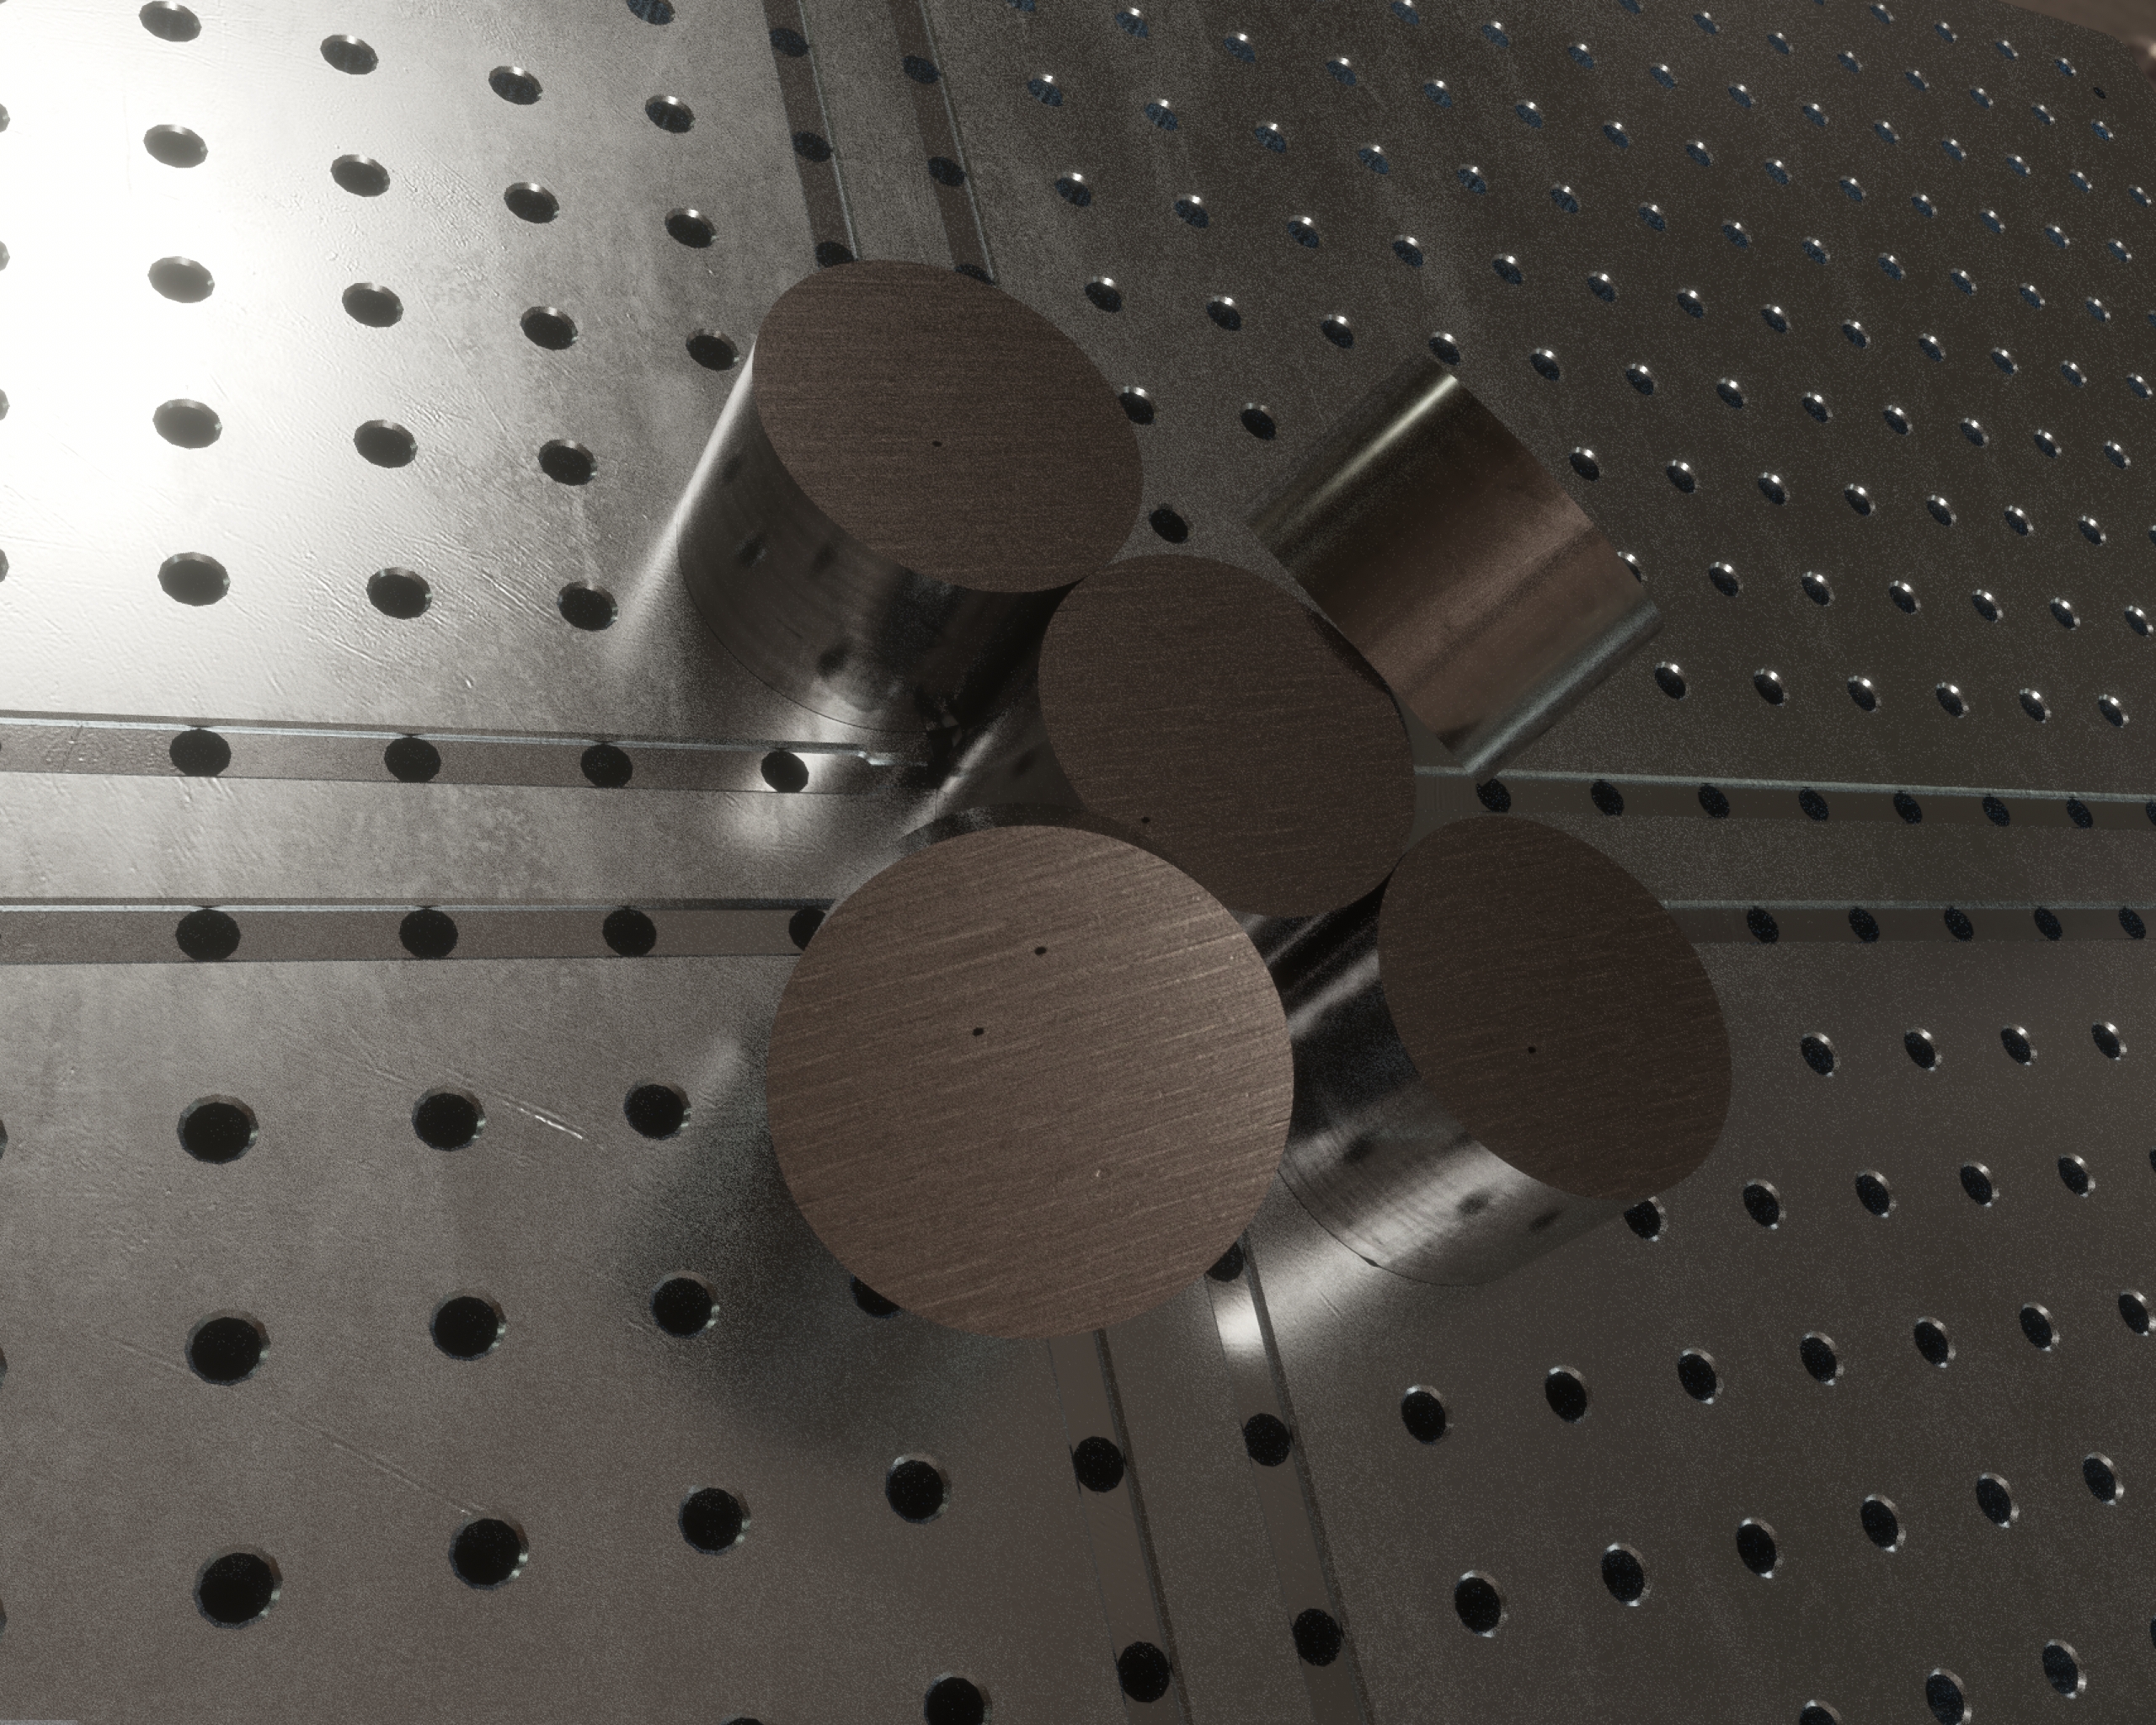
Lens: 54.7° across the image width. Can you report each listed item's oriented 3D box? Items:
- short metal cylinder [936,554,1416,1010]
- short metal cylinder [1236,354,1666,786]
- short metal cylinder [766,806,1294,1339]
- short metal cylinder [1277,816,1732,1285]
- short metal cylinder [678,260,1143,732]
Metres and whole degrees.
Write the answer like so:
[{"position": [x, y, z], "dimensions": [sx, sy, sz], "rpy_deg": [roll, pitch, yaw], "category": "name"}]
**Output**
[{"position": [0.019, -0.014, 0.412], "dimensions": [0.081, 0.050, 0.080], "rpy_deg": [14, 56, -21], "category": "short metal cylinder"}, {"position": [0.080, -0.063, 0.449], "dimensions": [0.080, 0.050, 0.080], "rpy_deg": [47, 10, -10], "category": "short metal cylinder"}, {"position": [-0.008, 0.032, 0.343], "dimensions": [0.081, 0.050, 0.079], "rpy_deg": [0, 95, -3], "category": "short metal cylinder"}, {"position": [0.081, 0.038, 0.414], "dimensions": [0.081, 0.050, 0.080], "rpy_deg": [14, 56, -21], "category": "short metal cylinder"}, {"position": [-0.034, -0.073, 0.419], "dimensions": [0.081, 0.050, 0.080], "rpy_deg": [14, 56, -21], "category": "short metal cylinder"}]
